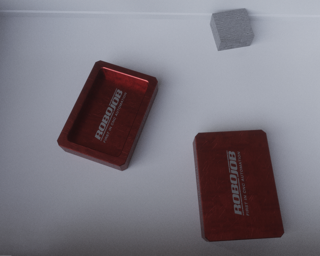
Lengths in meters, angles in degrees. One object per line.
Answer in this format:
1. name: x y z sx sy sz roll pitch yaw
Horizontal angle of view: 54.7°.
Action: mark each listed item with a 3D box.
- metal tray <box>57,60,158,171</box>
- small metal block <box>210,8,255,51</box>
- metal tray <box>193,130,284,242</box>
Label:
1. metal tray: -0.065 -0.019 0.412 0.090 0.030 0.130 18 71 6
2. small metal block: 0.107 -0.147 0.465 0.050 0.025 0.050 -10 71 -4
3. metal tray: 0.092 0.069 0.383 0.091 0.030 0.130 -3 70 -2
